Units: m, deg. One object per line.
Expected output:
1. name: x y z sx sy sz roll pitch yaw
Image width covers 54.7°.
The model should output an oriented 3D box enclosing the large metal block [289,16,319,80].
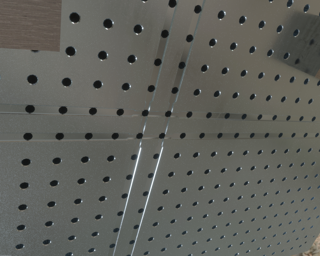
1. large metal block: 0.259 -0.112 0.470 0.081 0.050 0.079 12 112 -34

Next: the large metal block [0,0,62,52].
1. large metal block: -0.128 -0.112 0.256 0.081 0.050 0.079 -3 120 -27
